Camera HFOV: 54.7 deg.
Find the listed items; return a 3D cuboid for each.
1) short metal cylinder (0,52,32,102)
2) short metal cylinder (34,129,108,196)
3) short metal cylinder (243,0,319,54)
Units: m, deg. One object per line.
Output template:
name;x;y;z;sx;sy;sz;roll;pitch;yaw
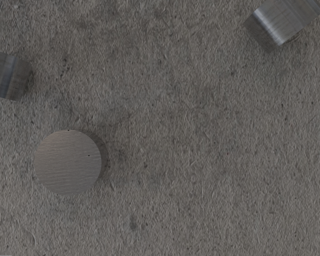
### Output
short metal cylinder;-0.207;-0.068;0.381;0.080;0.080;0.050;17;90;0
short metal cylinder;-0.110;0.041;0.397;0.081;0.050;0.080;0;90;0
short metal cylinder;0.151;-0.137;0.383;0.080;0.080;0.050;-39;90;0
